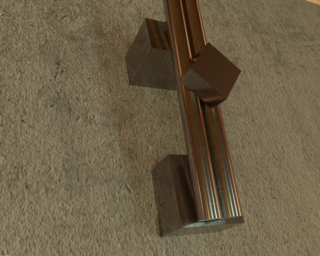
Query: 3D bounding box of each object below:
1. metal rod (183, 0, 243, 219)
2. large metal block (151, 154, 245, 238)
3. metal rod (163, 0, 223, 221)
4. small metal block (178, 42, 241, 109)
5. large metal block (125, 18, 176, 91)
[{"bbox_3d":[0.055,-0.047,0.370,0.025,0.025,0.299,3,67,-27],"label":"metal rod"},{"bbox_3d":[0.041,0.079,0.362,0.081,0.050,0.080,5,60,-26],"label":"large metal block"},{"bbox_3d":[0.031,-0.048,0.358,0.025,0.025,0.299,3,67,-27],"label":"metal rod"},{"bbox_3d":[0.057,-0.059,0.346,0.050,0.025,0.050,39,56,-9],"label":"small metal block"},{"bbox_3d":[0.005,-0.098,0.432,0.081,0.080,0.050,3,61,-27],"label":"large metal block"}]
